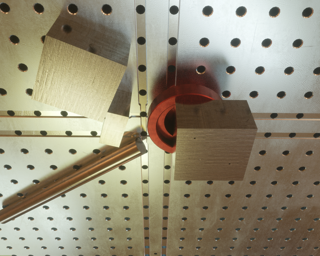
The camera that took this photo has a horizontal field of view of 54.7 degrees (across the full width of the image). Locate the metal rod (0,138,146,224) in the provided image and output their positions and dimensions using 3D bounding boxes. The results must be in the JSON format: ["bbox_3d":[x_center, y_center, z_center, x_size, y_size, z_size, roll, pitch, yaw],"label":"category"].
[{"bbox_3d":[-0.150,0.090,0.486,0.300,0.025,0.025,-28,125,21],"label":"metal rod"}]

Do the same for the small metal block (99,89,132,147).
[{"bbox_3d":[-0.055,-0.013,0.384,0.025,0.050,0.050,14,129,-12],"label":"small metal block"}]

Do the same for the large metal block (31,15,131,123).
[{"bbox_3d":[-0.086,-0.062,0.341,0.080,0.050,0.079,19,128,-16],"label":"large metal block"}]

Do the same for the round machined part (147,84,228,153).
[{"bbox_3d":[0.034,-0.014,0.388,0.099,0.042,0.097,0,130,0],"label":"round machined part"}]

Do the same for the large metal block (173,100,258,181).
[{"bbox_3d":[0.057,0.015,0.353,0.081,0.050,0.079,0,130,-1],"label":"large metal block"}]
